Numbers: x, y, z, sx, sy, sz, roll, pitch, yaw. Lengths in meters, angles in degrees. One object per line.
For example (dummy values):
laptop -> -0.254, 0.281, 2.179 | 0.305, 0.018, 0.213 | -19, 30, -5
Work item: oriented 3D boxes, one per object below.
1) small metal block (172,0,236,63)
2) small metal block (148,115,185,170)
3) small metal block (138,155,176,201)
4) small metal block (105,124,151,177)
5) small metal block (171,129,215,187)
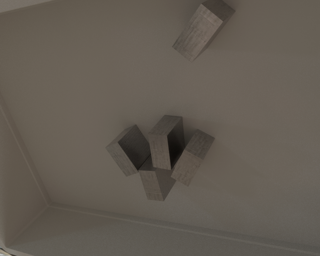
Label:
small metal block -> 0.044, -0.099, 0.308 | 0.025, 0.050, 0.050 | 40, 129, 1
small metal block -> 0.010, 0.018, 0.397 | 0.025, 0.050, 0.050 | 7, 121, 24
small metal block -> -0.001, 0.065, 0.432 | 0.025, 0.050, 0.050 | -1, 118, 28
small metal block -> -0.040, 0.031, 0.431 | 0.025, 0.050, 0.050 | -24, 106, 36
small metal block -> 0.042, 0.037, 0.392 | 0.025, 0.050, 0.050 | 29, 128, 9
